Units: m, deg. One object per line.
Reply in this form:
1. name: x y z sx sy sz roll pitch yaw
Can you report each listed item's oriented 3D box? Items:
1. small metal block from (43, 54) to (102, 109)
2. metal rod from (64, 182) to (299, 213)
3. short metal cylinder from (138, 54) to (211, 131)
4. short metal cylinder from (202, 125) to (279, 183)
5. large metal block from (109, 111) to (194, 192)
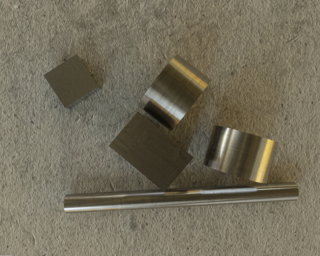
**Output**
1. small metal block: -0.114 -0.060 0.409 0.050 0.025 0.050 -33 90 0
2. metal rod: 0.028 0.092 0.410 0.302 0.025 0.025 -3 90 0
3. short metal cylinder: 0.018 -0.043 0.383 0.050 0.080 0.080 38 90 0
4. short metal cylinder: 0.099 0.032 0.383 0.080 0.080 0.050 16 90 0
5. large metal block: -0.010 0.026 0.382 0.080 0.080 0.050 40 90 0
